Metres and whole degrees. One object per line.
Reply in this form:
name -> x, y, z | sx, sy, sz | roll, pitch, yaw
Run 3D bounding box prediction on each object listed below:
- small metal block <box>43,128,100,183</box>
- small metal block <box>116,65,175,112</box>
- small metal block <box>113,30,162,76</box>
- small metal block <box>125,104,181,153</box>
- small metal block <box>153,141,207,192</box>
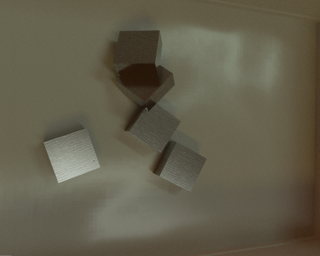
small metal block -> -0.106, 0.031, 0.372 | 0.050, 0.025, 0.050 | -20, 97, -19
small metal block -> -0.018, -0.057, 0.390 | 0.050, 0.025, 0.050 | 37, 75, 23
small metal block -> -0.026, -0.092, 0.380 | 0.050, 0.025, 0.050 | 2, 64, 10
small metal block -> -0.009, -0.002, 0.407 | 0.050, 0.025, 0.050 | 36, 78, -17
small metal block -> 0.027, 0.052, 0.420 | 0.050, 0.025, 0.050 | 30, 80, -18
